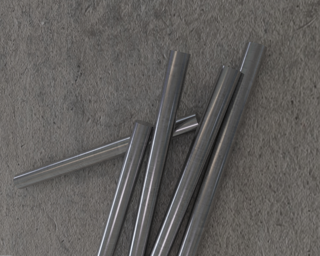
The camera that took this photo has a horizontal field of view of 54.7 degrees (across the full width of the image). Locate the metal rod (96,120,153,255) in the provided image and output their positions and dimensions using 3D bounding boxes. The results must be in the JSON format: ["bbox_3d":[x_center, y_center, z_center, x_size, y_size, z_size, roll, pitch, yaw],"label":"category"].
[{"bbox_3d":[-0.062,0.133,0.416,0.025,0.025,0.298,21,103,18],"label":"metal rod"}]

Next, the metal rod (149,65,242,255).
[{"bbox_3d":[0.034,0.069,0.386,0.025,0.025,0.298,23,101,18],"label":"metal rod"}]

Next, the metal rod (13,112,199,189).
[{"bbox_3d":[-0.085,0.037,0.439,0.300,0.025,0.025,-19,84,19],"label":"metal rod"}]

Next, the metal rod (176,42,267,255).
[{"bbox_3d":[0.071,0.044,0.383,0.025,0.025,0.298,19,96,19],"label":"metal rod"}]

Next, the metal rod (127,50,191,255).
[{"bbox_3d":[-0.007,0.055,0.390,0.025,0.025,0.298,16,103,19],"label":"metal rod"}]
